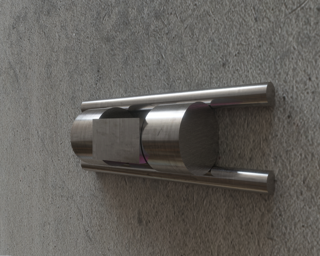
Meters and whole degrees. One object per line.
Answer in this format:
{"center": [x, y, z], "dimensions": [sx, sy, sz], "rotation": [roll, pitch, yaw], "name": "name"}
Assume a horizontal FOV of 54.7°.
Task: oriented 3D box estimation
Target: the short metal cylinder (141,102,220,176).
{"center": [0.025, 0.012, 0.349], "dimensions": [0.050, 0.081, 0.080], "rotation": [-1, 90, 40], "name": "short metal cylinder"}

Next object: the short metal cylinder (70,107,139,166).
{"center": [-0.076, 0.012, 0.433], "dimensions": [0.050, 0.081, 0.080], "rotation": [-1, 90, 40], "name": "short metal cylinder"}

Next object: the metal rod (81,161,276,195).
{"center": [-0.003, 0.056, 0.409], "dimensions": [0.300, 0.025, 0.025], "rotation": [0, 90, 40], "name": "metal rod"}

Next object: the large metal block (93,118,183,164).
{"center": [-0.027, 0.014, 0.390], "dimensions": [0.080, 0.081, 0.050], "rotation": [0, 90, 40], "name": "large metal block"}

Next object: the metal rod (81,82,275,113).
{"center": [-0.003, -0.034, 0.409], "dimensions": [0.300, 0.025, 0.025], "rotation": [0, 90, 40], "name": "metal rod"}
